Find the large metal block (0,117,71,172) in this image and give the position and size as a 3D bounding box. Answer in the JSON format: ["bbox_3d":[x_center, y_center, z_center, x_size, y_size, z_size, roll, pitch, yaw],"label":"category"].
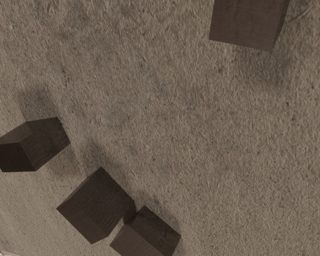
[{"bbox_3d":[-0.207,0.026,0.494,0.080,0.080,0.050,-6,115,30],"label":"large metal block"}]

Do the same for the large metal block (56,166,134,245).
[{"bbox_3d":[-0.102,0.124,0.500,0.080,0.080,0.050,48,129,-6],"label":"large metal block"}]

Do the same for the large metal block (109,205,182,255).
[{"bbox_3d":[-0.025,0.189,0.519,0.080,0.050,0.080,40,129,0],"label":"large metal block"}]

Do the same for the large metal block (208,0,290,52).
[{"bbox_3d":[0.082,-0.118,0.255,0.050,0.080,0.079,17,125,18],"label":"large metal block"}]
